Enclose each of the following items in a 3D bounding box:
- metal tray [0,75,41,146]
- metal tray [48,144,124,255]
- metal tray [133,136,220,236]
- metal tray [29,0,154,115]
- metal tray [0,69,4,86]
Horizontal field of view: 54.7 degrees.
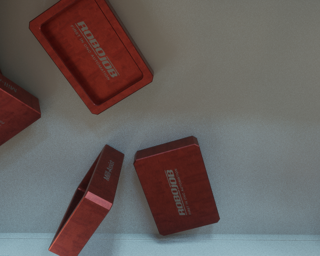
[{"bbox_3d":[-0.218,-0.030,0.356,0.090,0.030,0.130,-33,143,9],"label":"metal tray"},{"bbox_3d":[-0.086,0.085,0.386,0.030,0.130,0.090,32,107,-11],"label":"metal tray"},{"bbox_3d":[0.025,0.084,0.440,0.090,0.030,0.129,-16,110,5],"label":"metal tray"},{"bbox_3d":[-0.078,-0.092,0.373,0.090,0.030,0.130,-30,108,10],"label":"metal tray"},{"bbox_3d":[-0.242,-0.097,0.341,0.091,0.030,0.129,-2,132,-5],"label":"metal tray"}]
